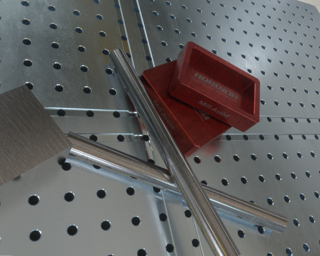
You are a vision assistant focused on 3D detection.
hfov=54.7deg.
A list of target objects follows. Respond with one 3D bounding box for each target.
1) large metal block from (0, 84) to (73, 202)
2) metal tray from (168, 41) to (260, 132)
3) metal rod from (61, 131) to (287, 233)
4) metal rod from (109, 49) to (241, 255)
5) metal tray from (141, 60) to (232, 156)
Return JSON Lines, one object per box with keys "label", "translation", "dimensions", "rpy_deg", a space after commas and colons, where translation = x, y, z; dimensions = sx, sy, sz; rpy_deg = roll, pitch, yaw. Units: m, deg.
{"label": "large metal block", "translation": [-0.148, 0.015, 0.304], "dimensions": [0.081, 0.050, 0.080], "rpy_deg": [-34, 81, -38]}
{"label": "metal tray", "translation": [0.083, -0.060, 0.449], "dimensions": [0.131, 0.030, 0.090], "rpy_deg": [25, 52, -14]}
{"label": "metal rod", "translation": [0.029, 0.072, 0.381], "dimensions": [0.302, 0.025, 0.025], "rpy_deg": [23, 53, -15]}
{"label": "metal rod", "translation": [0.005, 0.015, 0.377], "dimensions": [0.025, 0.025, 0.299], "rpy_deg": [-12, 60, -33]}
{"label": "metal tray", "translation": [0.037, -0.035, 0.448], "dimensions": [0.091, 0.030, 0.130], "rpy_deg": [-28, 77, -38]}
